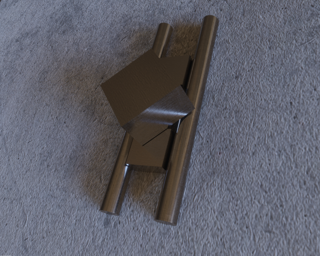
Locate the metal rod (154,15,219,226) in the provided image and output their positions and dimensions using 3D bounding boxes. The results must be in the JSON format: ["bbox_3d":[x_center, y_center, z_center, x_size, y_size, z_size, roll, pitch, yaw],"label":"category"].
[{"bbox_3d":[0.041,-0.028,0.401,0.025,0.025,0.300,1,62,28],"label":"metal rod"}]

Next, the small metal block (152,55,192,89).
[{"bbox_3d":[0.018,-0.074,0.438,0.050,0.025,0.050,1,62,28],"label":"small metal block"}]

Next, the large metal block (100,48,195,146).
[{"bbox_3d":[-0.016,-0.039,0.386,0.080,0.050,0.080,-35,52,4],"label":"large metal block"}]

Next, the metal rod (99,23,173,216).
[{"bbox_3d":[-0.026,-0.029,0.436,0.025,0.025,0.300,1,62,28],"label":"metal rod"}]

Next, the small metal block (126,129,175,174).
[{"bbox_3d":[-0.009,0.029,0.390,0.050,0.025,0.050,1,62,28],"label":"small metal block"}]
